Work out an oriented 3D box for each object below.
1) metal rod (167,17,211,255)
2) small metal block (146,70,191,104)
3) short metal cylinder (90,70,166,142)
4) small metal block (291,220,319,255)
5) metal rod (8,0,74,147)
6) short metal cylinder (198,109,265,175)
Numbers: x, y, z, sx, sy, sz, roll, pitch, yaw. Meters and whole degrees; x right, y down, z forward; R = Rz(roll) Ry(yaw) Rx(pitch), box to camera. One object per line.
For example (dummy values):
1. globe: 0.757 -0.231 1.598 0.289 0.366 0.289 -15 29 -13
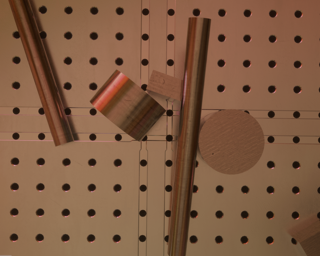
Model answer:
1. metal rod: 0.033 0.023 0.378 0.025 0.025 0.298 4 104 0
2. small metal block: 0.011 -0.051 0.401 0.050 0.050 0.025 20 90 0
3. short metal cylinder: -0.039 -0.027 0.385 0.080 0.080 0.050 40 90 0
4. small metal block: 0.216 0.158 0.415 0.050 0.025 0.050 -30 90 0
5. metal rod: -0.172 -0.121 0.411 0.025 0.025 0.298 -18 90 0
6. short metal cylinder: 0.087 0.017 0.401 0.081 0.050 0.079 0 90 -2
